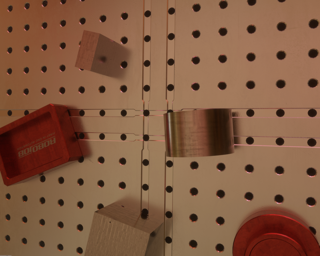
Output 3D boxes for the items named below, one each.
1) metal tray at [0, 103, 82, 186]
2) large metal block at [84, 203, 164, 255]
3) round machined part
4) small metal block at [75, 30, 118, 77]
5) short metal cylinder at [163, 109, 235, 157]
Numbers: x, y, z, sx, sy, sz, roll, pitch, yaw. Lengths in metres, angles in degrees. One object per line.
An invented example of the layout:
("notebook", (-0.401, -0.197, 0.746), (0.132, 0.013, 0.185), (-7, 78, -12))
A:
("metal tray", (-0.193, 0.027, 0.477), (0.130, 0.030, 0.090), (-22, 83, 18))
("large metal block", (-0.049, 0.157, 0.417), (0.080, 0.050, 0.080), (15, 95, 19))
("round machined part", (0.133, 0.148, 0.356), (0.098, 0.042, 0.097), (0, 90, 20))
("small metal block", (-0.087, -0.102, 0.430), (0.025, 0.050, 0.050), (18, 96, 19))
("short metal cylinder", (0.046, 0.006, 0.367), (0.080, 0.080, 0.050), (-4, 89, 20))
